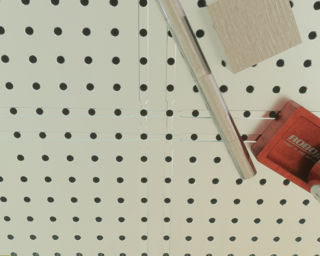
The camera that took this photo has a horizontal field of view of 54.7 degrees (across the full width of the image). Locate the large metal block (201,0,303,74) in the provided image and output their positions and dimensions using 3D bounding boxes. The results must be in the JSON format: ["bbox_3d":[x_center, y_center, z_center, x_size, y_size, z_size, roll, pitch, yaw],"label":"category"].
[{"bbox_3d":[0.103,-0.119,0.357,0.080,0.050,0.080,-25,108,8],"label":"large metal block"}]

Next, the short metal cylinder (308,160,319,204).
[{"bbox_3d":[0.241,0.077,0.398,0.081,0.050,0.079,0,110,0],"label":"short metal cylinder"}]

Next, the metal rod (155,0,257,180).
[{"bbox_3d":[0.057,-0.060,0.391,0.025,0.025,0.299,-26,108,9],"label":"metal rod"}]

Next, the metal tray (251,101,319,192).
[{"bbox_3d":[0.205,0.034,0.424,0.130,0.030,0.090,31,107,-11],"label":"metal tray"}]
